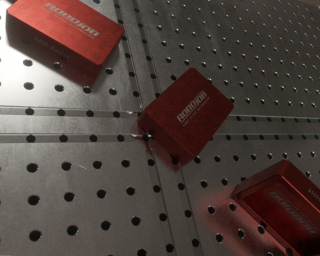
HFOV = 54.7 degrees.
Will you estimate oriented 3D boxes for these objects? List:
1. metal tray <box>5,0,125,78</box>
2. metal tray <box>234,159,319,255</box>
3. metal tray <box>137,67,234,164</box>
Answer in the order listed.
[{"bbox_3d":[-0.124,-0.135,0.421,0.131,0.030,0.090,29,52,-10],"label":"metal tray"},{"bbox_3d":[0.171,0.109,0.394,0.130,0.090,0.030,44,51,1],"label":"metal tray"},{"bbox_3d":[0.041,-0.022,0.442,0.090,0.030,0.131,43,51,1],"label":"metal tray"}]
